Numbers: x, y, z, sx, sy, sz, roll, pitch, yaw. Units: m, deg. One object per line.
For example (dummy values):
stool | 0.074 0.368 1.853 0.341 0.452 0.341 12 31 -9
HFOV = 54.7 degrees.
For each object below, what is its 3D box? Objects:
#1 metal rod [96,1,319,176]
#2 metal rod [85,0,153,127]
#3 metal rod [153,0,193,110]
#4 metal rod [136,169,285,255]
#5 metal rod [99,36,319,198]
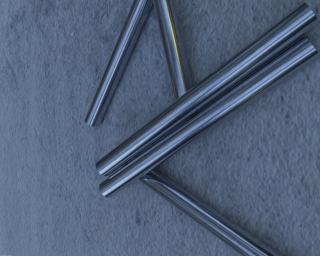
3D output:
metal rod | 0.030 -0.025 0.348 0.299 0.025 0.025 -37 68 28
metal rod | -0.043 -0.132 0.437 0.025 0.025 0.298 41 115 32
metal rod | 0.002 -0.166 0.377 0.025 0.025 0.298 -13 89 39
metal rod | 0.056 0.103 0.357 0.300 0.025 0.025 29 108 36
metal rod | 0.035 0.004 0.354 0.299 0.025 0.025 -37 68 27
